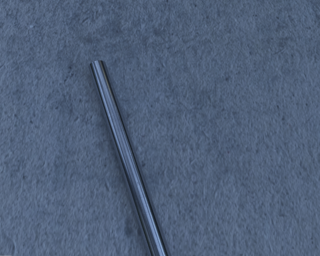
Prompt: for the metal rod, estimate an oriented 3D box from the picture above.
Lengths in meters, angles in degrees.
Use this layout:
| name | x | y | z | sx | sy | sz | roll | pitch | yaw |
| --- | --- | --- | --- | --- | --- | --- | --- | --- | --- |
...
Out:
| name | x | y | z | sx | sy | sz | roll | pitch | yaw |
| --- | --- | --- | --- | --- | --- | --- | --- | --- | --- |
| metal rod | -0.039 | 0.044 | 0.391 | 0.025 | 0.025 | 0.299 | -18 | 71 | -7 |
